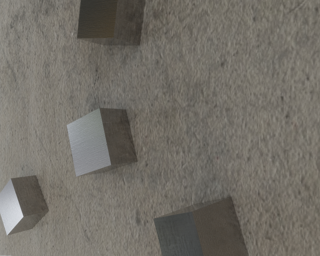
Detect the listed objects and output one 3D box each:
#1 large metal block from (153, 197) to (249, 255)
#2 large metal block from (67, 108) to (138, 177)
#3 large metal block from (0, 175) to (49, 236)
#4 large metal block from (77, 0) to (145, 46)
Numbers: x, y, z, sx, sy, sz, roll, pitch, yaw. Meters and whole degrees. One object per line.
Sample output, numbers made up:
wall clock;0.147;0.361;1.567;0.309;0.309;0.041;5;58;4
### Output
large metal block;0.047;0.124;0.329;0.050;0.081;0.080;-23;76;37
large metal block;-0.087;0.022;0.458;0.080;0.050;0.080;-22;77;37
large metal block;-0.272;0.151;0.609;0.080;0.050;0.080;-44;64;30
large metal block;-0.070;-0.164;0.444;0.080;0.050;0.079;13;98;39
